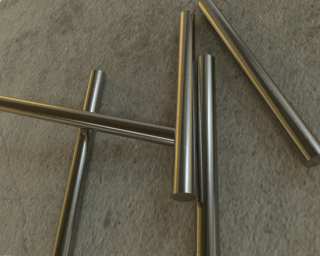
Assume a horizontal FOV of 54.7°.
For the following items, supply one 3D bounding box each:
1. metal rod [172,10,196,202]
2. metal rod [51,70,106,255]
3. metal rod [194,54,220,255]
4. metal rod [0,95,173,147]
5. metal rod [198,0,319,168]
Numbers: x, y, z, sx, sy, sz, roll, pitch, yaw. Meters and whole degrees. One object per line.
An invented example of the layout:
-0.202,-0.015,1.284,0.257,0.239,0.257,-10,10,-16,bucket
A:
0.034,-0.052,0.401,0.025,0.025,0.300,-12,52,21,metal rod
-0.109,0.042,0.433,0.025,0.025,0.299,-10,57,22,metal rod
0.053,0.037,0.352,0.025,0.025,0.299,-9,58,23,metal rod
-0.114,-0.013,0.436,0.301,0.025,0.025,11,67,21,metal rod
0.112,-0.080,0.393,0.025,0.025,0.299,-28,52,10,metal rod
